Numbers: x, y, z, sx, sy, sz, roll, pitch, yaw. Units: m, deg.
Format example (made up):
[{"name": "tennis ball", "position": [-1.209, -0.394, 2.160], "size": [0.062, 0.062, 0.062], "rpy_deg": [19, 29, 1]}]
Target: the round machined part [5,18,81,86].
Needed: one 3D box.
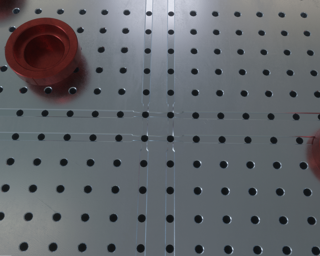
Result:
[{"name": "round machined part", "position": [-0.161, -0.103, 0.440], "size": [0.099, 0.042, 0.098], "rpy_deg": [0, 70, 0]}]

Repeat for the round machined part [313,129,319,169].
[{"name": "round machined part", "position": [0.253, 0.028, 0.394], "size": [0.099, 0.042, 0.098], "rpy_deg": [0, 70, 0]}]
